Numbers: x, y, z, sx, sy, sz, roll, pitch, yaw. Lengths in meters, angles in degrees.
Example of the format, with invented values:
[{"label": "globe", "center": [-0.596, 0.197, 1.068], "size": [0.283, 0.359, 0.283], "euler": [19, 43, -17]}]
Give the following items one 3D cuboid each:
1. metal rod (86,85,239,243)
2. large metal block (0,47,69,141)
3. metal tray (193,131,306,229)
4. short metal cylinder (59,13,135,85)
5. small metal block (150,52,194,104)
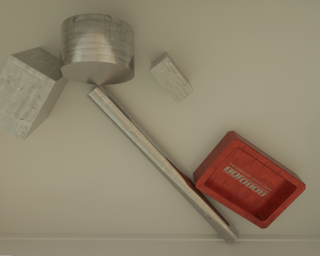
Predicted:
[{"label": "metal rod", "center": [0.013, 0.058, 0.432], "size": [0.025, 0.025, 0.300], "euler": [-39, 106, 13]}, {"label": "large metal block", "center": [-0.151, -0.043, 0.364], "size": [0.050, 0.080, 0.080], "euler": [31, 107, -11]}, {"label": "metal tray", "center": [0.125, 0.075, 0.438], "size": [0.130, 0.030, 0.090], "euler": [33, 106, -12]}, {"label": "short metal cylinder", "center": [-0.068, -0.083, 0.343], "size": [0.081, 0.080, 0.050], "euler": [-1, 81, 0]}, {"label": "small metal block", "center": [0.014, -0.062, 0.375], "size": [0.025, 0.050, 0.050], "euler": [-37, 106, 12]}]
